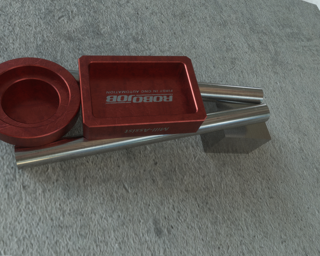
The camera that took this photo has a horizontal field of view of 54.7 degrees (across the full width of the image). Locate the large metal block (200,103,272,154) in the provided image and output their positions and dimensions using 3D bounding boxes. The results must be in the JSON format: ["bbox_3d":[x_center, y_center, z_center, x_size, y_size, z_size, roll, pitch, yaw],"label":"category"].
[{"bbox_3d":[0.103,-0.010,0.451,0.081,0.050,0.080,4,60,-27],"label":"large metal block"}]

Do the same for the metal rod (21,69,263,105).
[{"bbox_3d":[-0.013,-0.051,0.389,0.302,0.025,0.025,3,60,-12],"label":"metal rod"}]

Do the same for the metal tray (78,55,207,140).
[{"bbox_3d":[-0.022,-0.037,0.348,0.131,0.030,0.090,-3,63,-16],"label":"metal tray"}]

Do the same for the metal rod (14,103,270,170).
[{"bbox_3d":[-0.003,0.005,0.361,0.303,0.025,0.025,-10,67,-19],"label":"metal rod"}]

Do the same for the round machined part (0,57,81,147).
[{"bbox_3d":[-0.136,-0.024,0.329,0.099,0.042,0.098,7,60,-13],"label":"round machined part"}]
